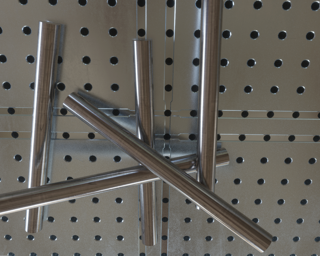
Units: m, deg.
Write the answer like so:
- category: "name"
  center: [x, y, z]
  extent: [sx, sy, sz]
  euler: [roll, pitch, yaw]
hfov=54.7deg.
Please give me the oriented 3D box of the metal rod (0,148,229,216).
- category: "metal rod"
  center: [-0.054, 0.066, 0.398]
  extent: [0.302, 0.025, 0.025]
  euler: [-10, 111, -12]

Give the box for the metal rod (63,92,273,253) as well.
- category: "metal rod"
  center: [0.005, 0.051, 0.384]
  extent: [0.301, 0.025, 0.025]
  euler: [36, 107, 6]

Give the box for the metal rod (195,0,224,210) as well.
- category: "metal rod"
  center: [0.059, -0.042, 0.377]
  extent: [0.025, 0.025, 0.298]
  euler: [0, 102, -1]

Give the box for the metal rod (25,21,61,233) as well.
- category: "metal rod"
  center: [-0.160, 0.013, 0.415]
  extent: [0.025, 0.025, 0.298]
  euler: [11, 110, -5]

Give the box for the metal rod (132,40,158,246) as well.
- category: "metal rod"
  center: [-0.019, 0.034, 0.425]
  extent: [0.025, 0.025, 0.298]
  euler: [-1, 110, 0]
